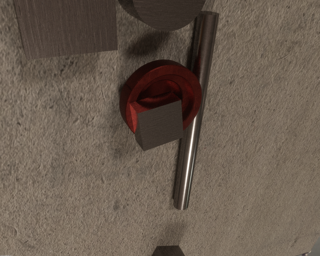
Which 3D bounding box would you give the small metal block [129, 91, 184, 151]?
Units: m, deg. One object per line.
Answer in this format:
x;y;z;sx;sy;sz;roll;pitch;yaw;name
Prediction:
-0.003;-0.008;0.347;0.050;0.025;0.050;-19;126;-18;small metal block

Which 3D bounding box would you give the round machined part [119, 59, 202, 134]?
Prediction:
-0.003;-0.036;0.374;0.099;0.042;0.097;-14;125;-21;round machined part

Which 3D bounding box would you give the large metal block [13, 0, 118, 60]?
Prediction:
-0.086;-0.111;0.275;0.081;0.050;0.079;-13;124;-22;large metal block

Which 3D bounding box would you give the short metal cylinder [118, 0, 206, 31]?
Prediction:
0.001;-0.142;0.305;0.081;0.050;0.079;-14;125;-21;short metal cylinder

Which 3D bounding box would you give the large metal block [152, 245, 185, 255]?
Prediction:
0.015;0.269;0.548;0.050;0.080;0.080;14;111;-34;large metal block

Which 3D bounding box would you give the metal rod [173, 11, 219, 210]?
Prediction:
0.045;-0.004;0.430;0.025;0.025;0.298;-10;123;-24;metal rod
